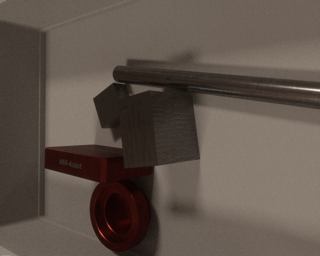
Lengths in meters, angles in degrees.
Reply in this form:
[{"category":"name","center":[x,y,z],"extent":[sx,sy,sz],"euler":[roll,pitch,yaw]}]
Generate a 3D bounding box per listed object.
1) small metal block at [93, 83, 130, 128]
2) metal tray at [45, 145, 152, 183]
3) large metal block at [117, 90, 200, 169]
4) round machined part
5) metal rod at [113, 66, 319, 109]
[{"category":"small metal block","center":[-0.069,-0.032,0.461],"extent":[0.050,0.025,0.050],"euler":[-30,72,35]},{"category":"metal tray","center":[-0.087,0.046,0.433],"extent":[0.130,0.091,0.030],"euler":[4,93,39]},{"category":"large metal block","center":[0.000,0.003,0.369],"extent":[0.050,0.081,0.080],"euler":[-11,83,39]},{"category":"round machined part","center":[-0.052,0.118,0.436],"extent":[0.098,0.042,0.097],"euler":[0,90,39]},{"category":"metal rod","center":[0.055,-0.052,0.360],"extent":[0.300,0.025,0.025],"euler":[13,99,38]}]
